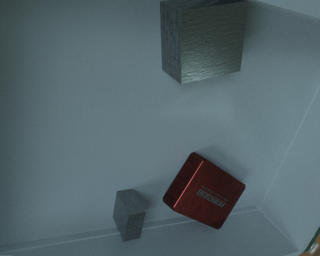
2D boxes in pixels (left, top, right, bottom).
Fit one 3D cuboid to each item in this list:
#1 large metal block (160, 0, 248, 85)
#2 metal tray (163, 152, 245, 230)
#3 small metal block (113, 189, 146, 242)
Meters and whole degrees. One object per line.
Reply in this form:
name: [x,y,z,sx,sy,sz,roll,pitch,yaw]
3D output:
large metal block: [0.048,-0.104,0.356,0.081,0.050,0.079,-16,125,-20]
metal tray: [0.076,0.105,0.502,0.130,0.030,0.090,34,87,-39]
small metal block: [-0.046,0.125,0.446,0.025,0.050,0.050,-3,120,-27]
